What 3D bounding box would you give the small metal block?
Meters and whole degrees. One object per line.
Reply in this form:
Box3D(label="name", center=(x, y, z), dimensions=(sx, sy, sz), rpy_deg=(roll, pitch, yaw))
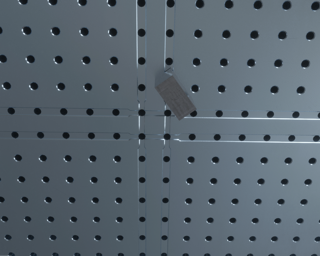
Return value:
Box3D(label="small metal block", center=(0.019, -0.043, 0.385), dimensions=(0.025, 0.050, 0.050), rpy_deg=(-34, 107, 11))
